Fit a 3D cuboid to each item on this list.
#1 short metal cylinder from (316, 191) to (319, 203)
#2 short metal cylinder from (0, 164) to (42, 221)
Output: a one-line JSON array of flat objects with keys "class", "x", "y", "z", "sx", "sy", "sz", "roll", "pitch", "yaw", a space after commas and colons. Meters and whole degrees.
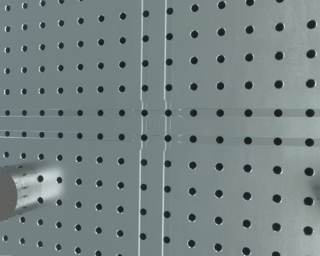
[{"class": "short metal cylinder", "x": 0.209, "y": 0.077, "z": 0.310, "sx": 0.080, "sy": 0.080, "sz": 0.050, "roll": -28, "pitch": 81, "yaw": 17}, {"class": "short metal cylinder", "x": -0.233, "y": 0.098, "z": 0.479, "sx": 0.080, "sy": 0.050, "sz": 0.079, "roll": 0, "pitch": 90, "yaw": 19}]
